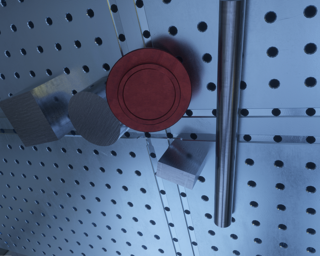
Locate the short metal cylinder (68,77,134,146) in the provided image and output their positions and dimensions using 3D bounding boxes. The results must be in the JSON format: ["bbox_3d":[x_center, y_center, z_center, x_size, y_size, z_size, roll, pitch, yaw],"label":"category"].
[{"bbox_3d":[-0.075,-0.022,0.418,0.080,0.050,0.079,14,125,21],"label":"short metal cylinder"}]

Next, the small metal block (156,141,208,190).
[{"bbox_3d":[0.029,0.048,0.408,0.050,0.050,0.025,19,126,16],"label":"small metal block"}]

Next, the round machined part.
[{"bbox_3d":[-0.012,-0.041,0.352,0.099,0.042,0.097,-1,106,-3],"label":"round machined part"}]

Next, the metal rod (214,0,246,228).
[{"bbox_3d":[0.080,0.005,0.371,0.025,0.025,0.298,9,123,23],"label":"metal rod"}]

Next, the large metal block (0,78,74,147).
[{"bbox_3d":[-0.185,-0.022,0.476,0.080,0.050,0.080,-11,113,32],"label":"large metal block"}]
